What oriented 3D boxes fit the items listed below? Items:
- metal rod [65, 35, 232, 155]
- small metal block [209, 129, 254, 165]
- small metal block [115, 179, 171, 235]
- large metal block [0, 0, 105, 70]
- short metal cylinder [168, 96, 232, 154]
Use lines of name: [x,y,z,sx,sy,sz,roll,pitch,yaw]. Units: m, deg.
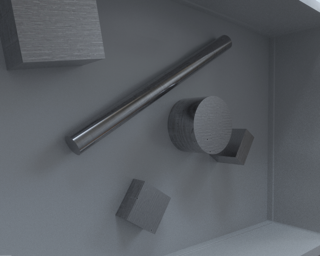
metal rod: [0.006,-0.059,0.413,0.302,0.025,0.025,-38,114,-34]
small metal block: [0.113,0.029,0.488,0.025,0.050,0.050,41,65,-33]
small metal block: [-0.020,0.099,0.392,0.050,0.025,0.050,40,66,-33]
large metal block: [-0.107,-0.102,0.301,0.081,0.050,0.079,-14,99,-39]
short metal cylinder: [0.058,-0.004,0.441,0.081,0.050,0.079,0,90,-40]
